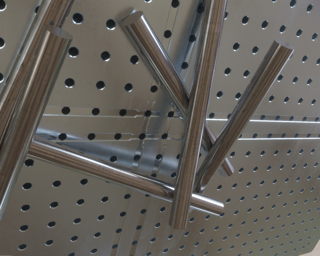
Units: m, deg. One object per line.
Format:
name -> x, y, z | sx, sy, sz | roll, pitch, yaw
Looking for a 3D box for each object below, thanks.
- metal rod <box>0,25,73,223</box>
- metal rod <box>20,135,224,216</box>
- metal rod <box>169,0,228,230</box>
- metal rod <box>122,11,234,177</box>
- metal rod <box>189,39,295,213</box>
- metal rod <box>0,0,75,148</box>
metal rod -> -0.156, 0.036, 0.324 | 0.025, 0.025, 0.298 | 14, 118, -34
metal rod -> -0.029, 0.072, 0.414 | 0.302, 0.025, 0.025 | 25, 105, -29
metal rod -> 0.045, -0.009, 0.391 | 0.025, 0.025, 0.298 | 0, 107, -29
metal rod -> 0.041, -0.022, 0.419 | 0.025, 0.025, 0.300 | -39, 129, -2
metal rod -> 0.091, 0.019, 0.430 | 0.025, 0.025, 0.298 | 1, 131, -29
metal rod -> -0.121, -0.073, 0.299 | 0.025, 0.025, 0.299 | 21, 107, -36
